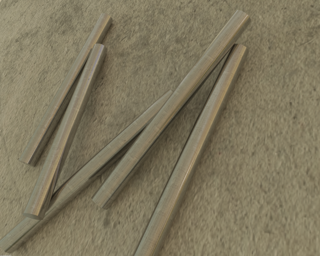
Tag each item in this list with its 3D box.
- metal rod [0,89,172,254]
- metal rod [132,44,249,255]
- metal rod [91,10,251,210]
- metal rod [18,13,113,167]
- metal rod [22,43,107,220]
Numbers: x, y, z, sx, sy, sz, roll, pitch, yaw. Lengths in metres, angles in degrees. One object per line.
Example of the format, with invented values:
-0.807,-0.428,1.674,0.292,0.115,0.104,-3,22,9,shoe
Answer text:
-0.092,0.057,0.415,0.300,0.025,0.025,-42,51,-1,metal rod
0.041,0.024,0.366,0.025,0.025,0.300,15,69,34,metal rod
0.016,-0.025,0.393,0.025,0.025,0.300,35,86,38,metal rod
-0.153,-0.075,0.527,0.025,0.025,0.300,9,66,31,metal rod
-0.130,-0.015,0.460,0.025,0.025,0.300,-6,53,25,metal rod
